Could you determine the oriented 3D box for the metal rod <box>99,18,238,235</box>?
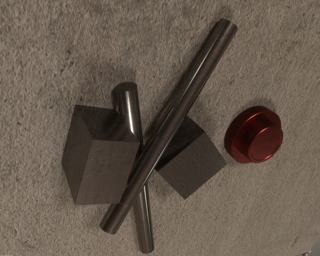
[{"bbox_3d":[0.008,0.002,0.389,0.025,0.025,0.299,27,96,-38],"label":"metal rod"}]

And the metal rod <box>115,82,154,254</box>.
[{"bbox_3d":[-0.030,0.076,0.439,0.025,0.025,0.298,-17,126,-19],"label":"metal rod"}]

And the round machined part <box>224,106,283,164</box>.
[{"bbox_3d":[0.156,0.017,0.494,0.099,0.042,0.097,-14,125,-21],"label":"round machined part"}]

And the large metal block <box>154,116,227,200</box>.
[{"bbox_3d":[0.036,0.042,0.438,0.080,0.050,0.080,-40,130,-1],"label":"large metal block"}]

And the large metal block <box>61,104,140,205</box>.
[{"bbox_3d":[-0.071,0.029,0.351,0.050,0.080,0.079,6,116,-32],"label":"large metal block"}]
